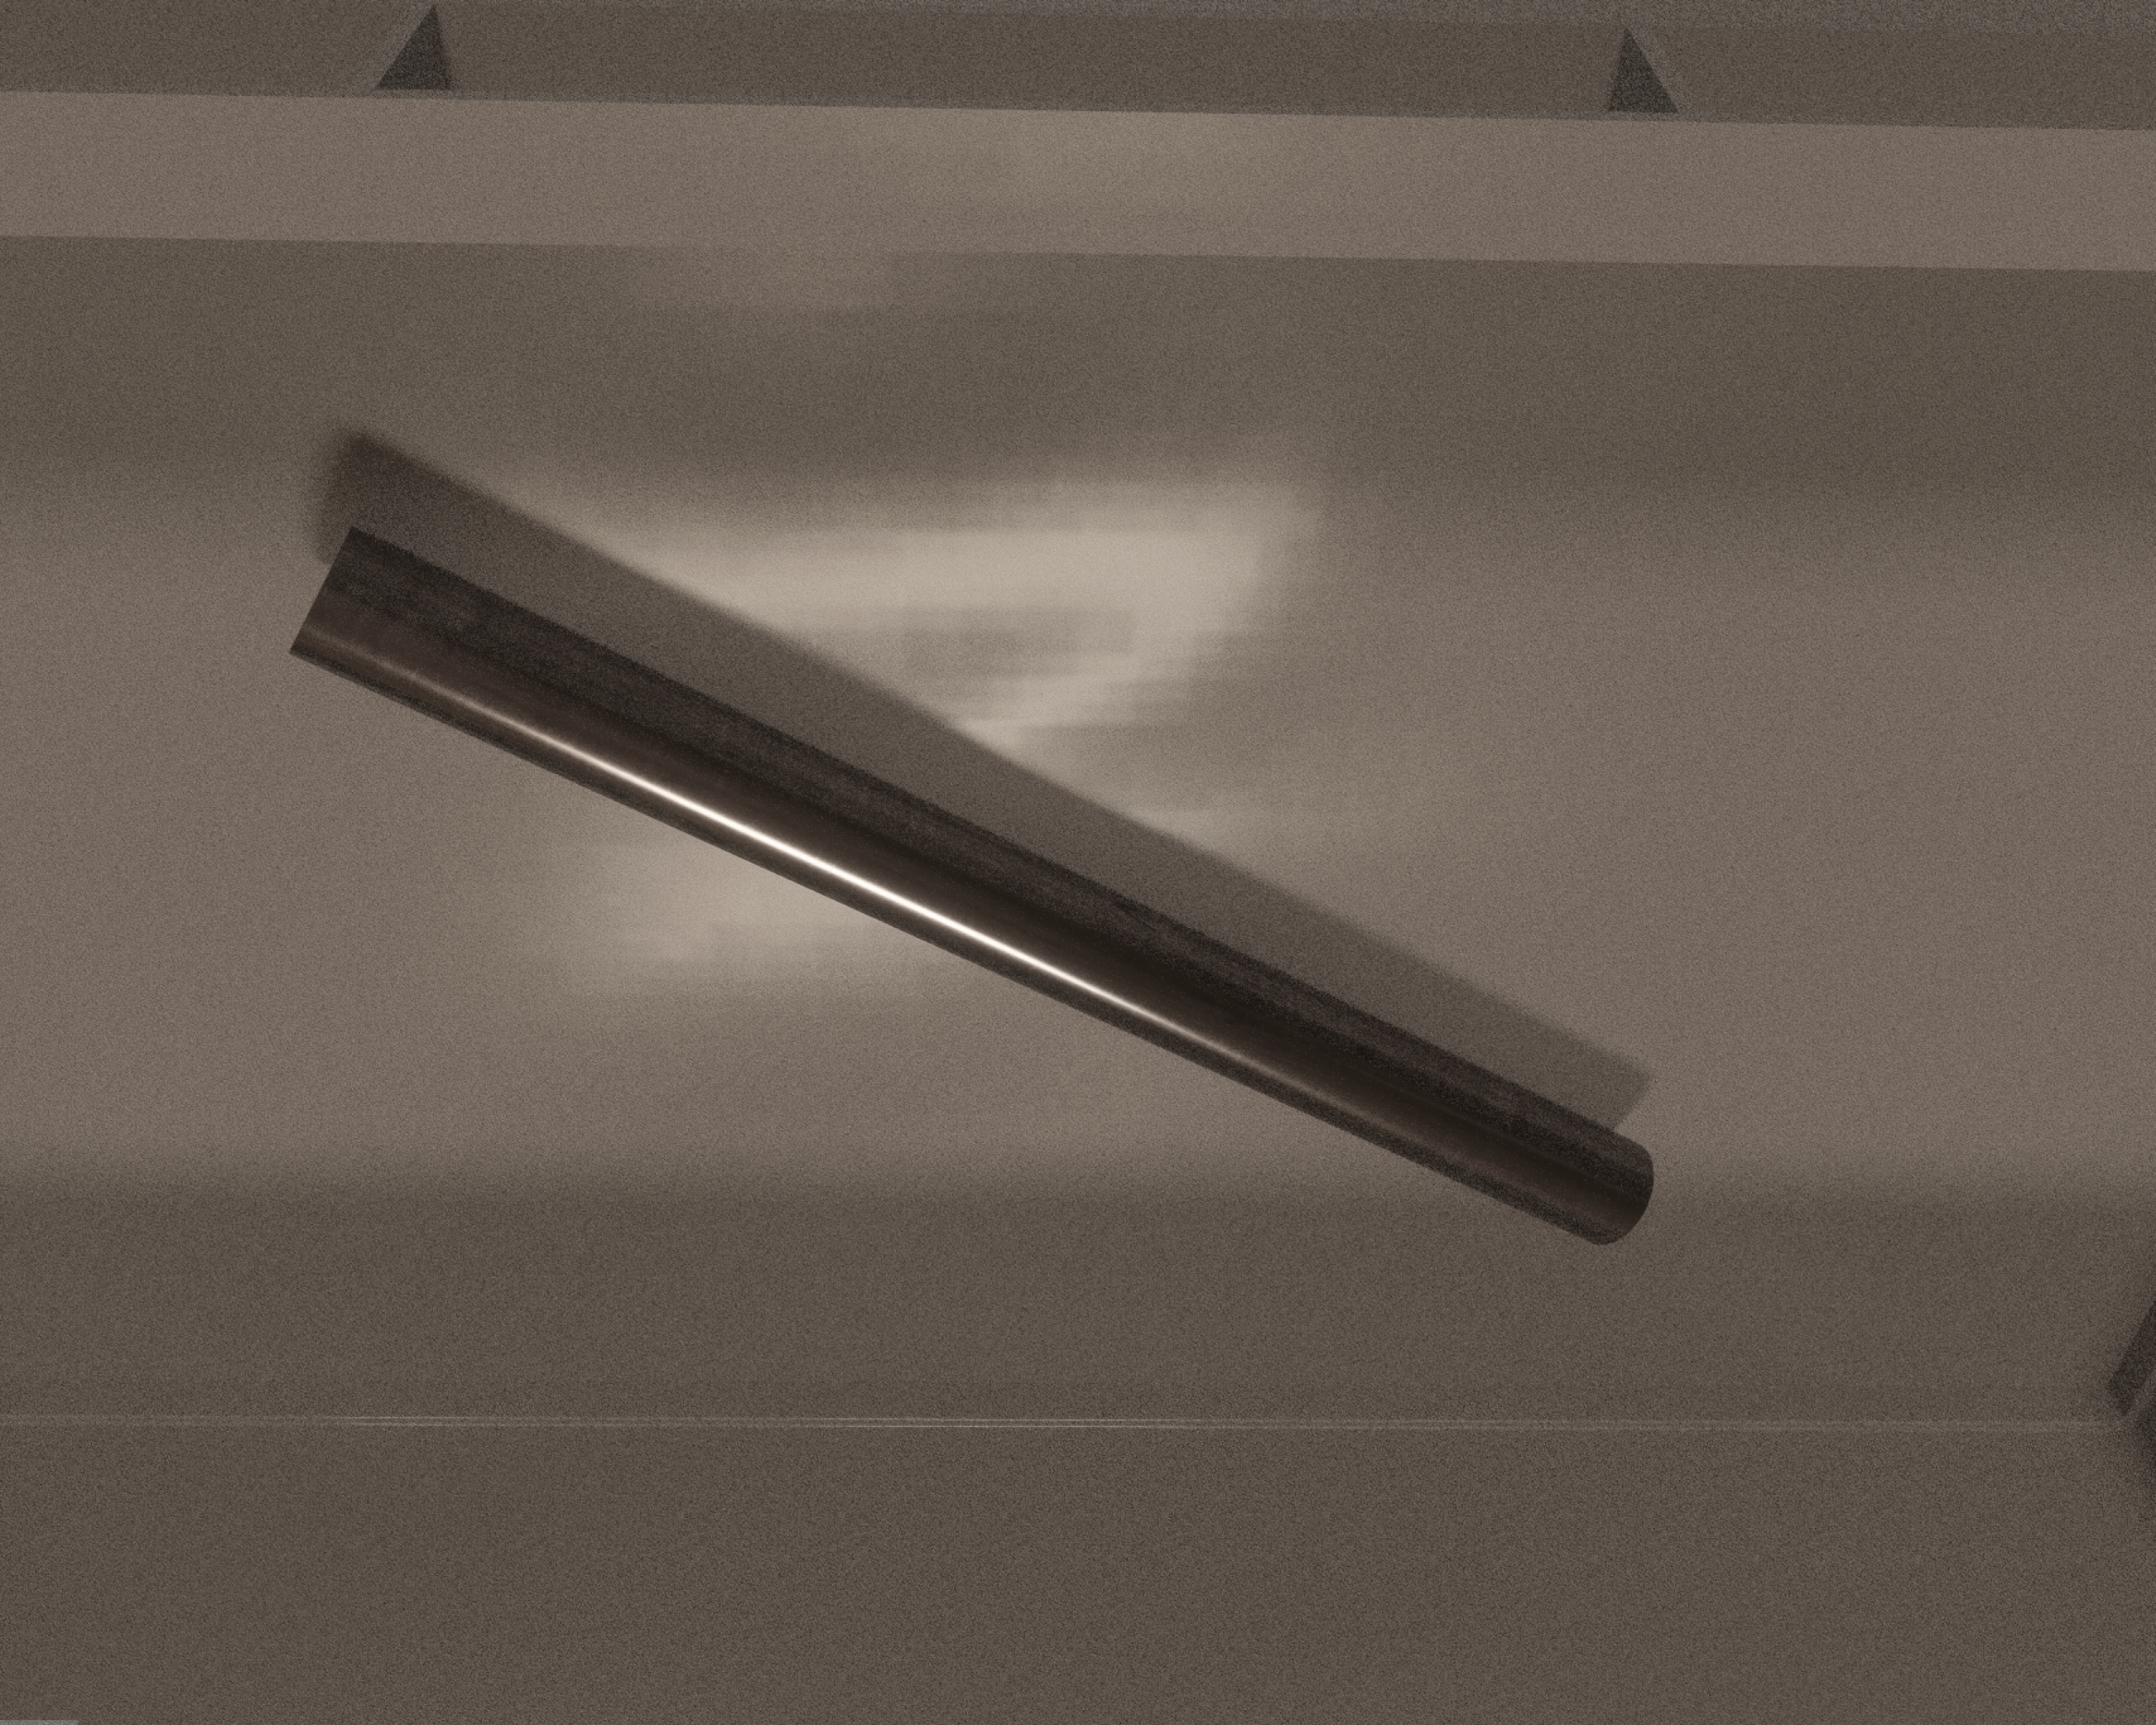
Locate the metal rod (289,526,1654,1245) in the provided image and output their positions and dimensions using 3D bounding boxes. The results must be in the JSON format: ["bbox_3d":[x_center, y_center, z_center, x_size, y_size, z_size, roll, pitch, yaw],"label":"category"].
[{"bbox_3d":[-0.005,0.014,0.418,0.302,0.025,0.025,26,125,-21],"label":"metal rod"}]
